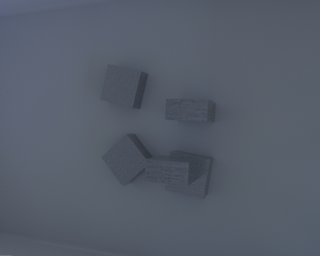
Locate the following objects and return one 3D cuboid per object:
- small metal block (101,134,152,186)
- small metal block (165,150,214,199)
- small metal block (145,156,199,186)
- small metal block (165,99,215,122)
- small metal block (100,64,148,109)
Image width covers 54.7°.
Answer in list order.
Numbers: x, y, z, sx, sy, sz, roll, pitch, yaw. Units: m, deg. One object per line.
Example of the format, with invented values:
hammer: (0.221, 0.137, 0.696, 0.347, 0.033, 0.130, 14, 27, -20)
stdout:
small metal block: (-0.043, 0.043, 0.425, 0.050, 0.025, 0.050, -42, 77, 15)
small metal block: (0.038, 0.059, 0.397, 0.050, 0.025, 0.050, 10, 93, 19)
small metal block: (0.015, 0.048, 0.365, 0.050, 0.050, 0.025, 3, 91, 20)
small metal block: (0.039, -0.021, 0.383, 0.050, 0.050, 0.025, 3, 91, 19)
small metal block: (-0.049, -0.057, 0.427, 0.050, 0.025, 0.050, 15, 95, 19)
